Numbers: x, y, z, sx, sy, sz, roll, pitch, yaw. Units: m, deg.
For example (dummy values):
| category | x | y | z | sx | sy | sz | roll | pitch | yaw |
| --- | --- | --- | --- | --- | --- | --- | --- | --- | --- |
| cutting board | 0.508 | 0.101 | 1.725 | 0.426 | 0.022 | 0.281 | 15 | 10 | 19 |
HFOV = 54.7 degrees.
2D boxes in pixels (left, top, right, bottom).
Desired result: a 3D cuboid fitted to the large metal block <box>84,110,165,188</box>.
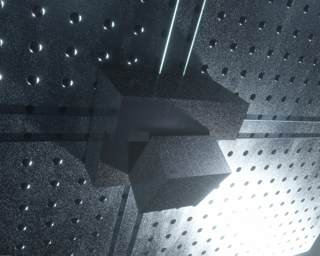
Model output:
| category | x | y | z | sx | sy | sz | roll | pitch | yaw |
| --- | --- | --- | --- | --- | --- | --- | --- | --- | --- |
| large metal block | -0.043 | 0.024 | 0.385 | 0.081 | 0.050 | 0.079 | 1 | 118 | -29 |

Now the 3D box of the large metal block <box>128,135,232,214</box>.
| category | x | y | z | sx | sy | sz | roll | pitch | yaw |
| --- | --- | --- | --- | --- | --- | --- | --- | --- | --- |
| large metal block | 0.020 | 0.053 | 0.353 | 0.081 | 0.050 | 0.079 | 0 | 142 | -29 |

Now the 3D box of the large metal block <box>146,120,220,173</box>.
| category | x | y | z | sx | sy | sz | roll | pitch | yaw |
| --- | --- | --- | --- | --- | --- | --- | --- | --- | --- |
| large metal block | 0.028 | 0.025 | 0.425 | 0.081 | 0.050 | 0.079 | 1 | 118 | -29 |

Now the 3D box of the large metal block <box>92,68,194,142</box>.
| category | x | y | z | sx | sy | sz | roll | pitch | yaw |
| --- | --- | --- | --- | --- | --- | --- | --- | --- | --- |
| large metal block | -0.022 | -0.027 | 0.347 | 0.081 | 0.080 | 0.050 | 1 | 118 | -29 |

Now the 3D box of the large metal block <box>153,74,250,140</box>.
| category | x | y | z | sx | sy | sz | roll | pitch | yaw |
| --- | --- | --- | --- | --- | --- | --- | --- | --- | --- |
| large metal block | 0.048 | -0.026 | 0.386 | 0.081 | 0.080 | 0.050 | 1 | 118 | -29 |
